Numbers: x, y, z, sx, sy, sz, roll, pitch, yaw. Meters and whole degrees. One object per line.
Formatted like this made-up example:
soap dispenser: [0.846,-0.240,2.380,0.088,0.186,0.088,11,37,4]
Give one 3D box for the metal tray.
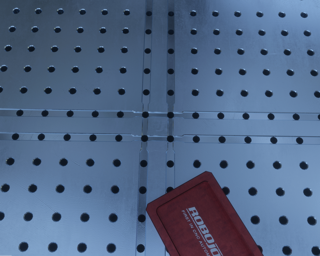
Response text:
metal tray: [0.052,0.128,0.362,0.090,0.030,0.130,-28,72,-10]
